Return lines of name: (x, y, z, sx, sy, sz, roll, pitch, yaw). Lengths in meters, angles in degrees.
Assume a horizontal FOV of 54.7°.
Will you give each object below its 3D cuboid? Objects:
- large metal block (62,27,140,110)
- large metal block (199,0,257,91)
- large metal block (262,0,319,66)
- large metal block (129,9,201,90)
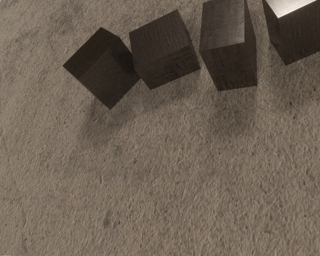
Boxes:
large metal block: (-0.081, -0.087, 0.463, 0.080, 0.080, 0.050, -48, 52, -5)
large metal block: (0.088, -0.104, 0.386, 0.050, 0.080, 0.080, -6, 59, 25)
large metal block: (0.171, -0.131, 0.359, 0.080, 0.080, 0.050, -23, 54, 14)
large metal block: (0.006, -0.114, 0.454, 0.080, 0.050, 0.080, -22, 54, 15)
